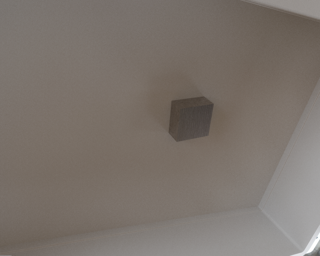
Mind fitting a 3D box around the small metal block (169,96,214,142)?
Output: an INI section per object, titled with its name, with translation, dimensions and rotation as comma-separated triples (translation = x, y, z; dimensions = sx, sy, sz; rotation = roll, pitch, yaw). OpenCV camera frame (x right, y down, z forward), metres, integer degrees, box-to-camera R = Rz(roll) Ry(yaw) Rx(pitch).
[small metal block]
translation = 0.042, -0.013, 0.423
dimensions = 0.050, 0.025, 0.050
rotation = -10, 123, -23
